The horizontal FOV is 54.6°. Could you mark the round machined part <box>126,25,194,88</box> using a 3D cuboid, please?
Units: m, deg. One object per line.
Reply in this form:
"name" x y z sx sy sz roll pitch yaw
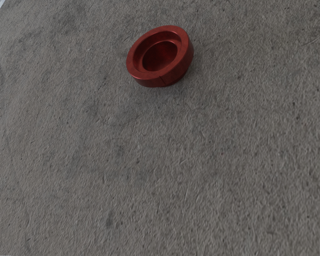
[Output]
"round machined part" 0.004 -0.098 0.453 0.098 0.042 0.098 -13 56 21
